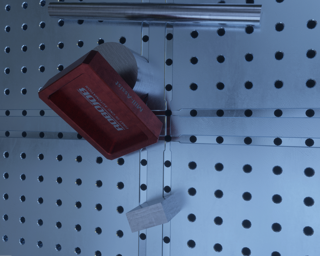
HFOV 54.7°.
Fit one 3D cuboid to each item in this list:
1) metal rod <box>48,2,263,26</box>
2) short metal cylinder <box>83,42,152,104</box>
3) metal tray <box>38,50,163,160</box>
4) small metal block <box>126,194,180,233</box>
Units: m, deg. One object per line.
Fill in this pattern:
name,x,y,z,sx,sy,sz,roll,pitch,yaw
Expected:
metal rod,-0.020,-0.156,0.418,0.301,0.025,0.025,9,93,19
short metal cylinder,-0.057,-0.070,0.418,0.080,0.050,0.079,0,90,19
metal tray,-0.070,-0.021,0.383,0.090,0.030,0.130,-23,123,32
small metal block,-0.008,0.110,0.401,0.050,0.050,0.025,-22,83,18
